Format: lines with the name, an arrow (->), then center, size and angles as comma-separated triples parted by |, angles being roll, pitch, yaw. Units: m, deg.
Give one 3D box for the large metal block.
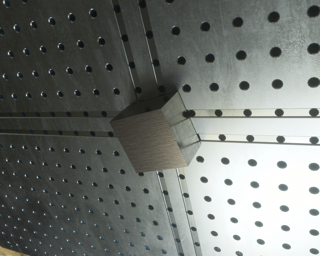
large metal block -> -0.005, 0.008, 0.402 | 0.080, 0.050, 0.080 | -13, 112, 33
